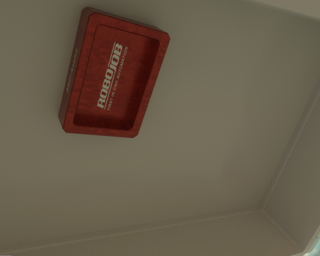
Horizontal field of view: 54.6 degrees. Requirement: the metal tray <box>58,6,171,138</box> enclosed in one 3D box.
[{"bbox_3d":[-0.052,-0.054,0.342,0.091,0.030,0.129,6,115,-31],"label":"metal tray"}]
